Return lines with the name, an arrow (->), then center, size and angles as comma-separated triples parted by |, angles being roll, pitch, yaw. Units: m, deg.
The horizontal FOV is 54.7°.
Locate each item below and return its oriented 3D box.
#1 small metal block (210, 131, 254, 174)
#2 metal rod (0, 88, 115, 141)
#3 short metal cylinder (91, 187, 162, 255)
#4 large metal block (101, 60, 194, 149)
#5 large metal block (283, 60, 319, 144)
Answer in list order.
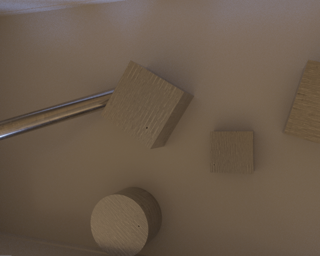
small metal block -> 0.089, 0.029, 0.379 | 0.050, 0.025, 0.050 | -1, 90, 19
metal rod -> -0.199, 0.000, 0.411 | 0.302, 0.025, 0.025 | -18, 84, -8
short metal cylinder -> -0.044, 0.123, 0.412 | 0.080, 0.050, 0.079 | 0, 90, 19
large metal block -> -0.016, -0.029, 0.402 | 0.080, 0.050, 0.080 | 33, 101, 16
large metal block -> 0.186, -0.021, 0.332 | 0.080, 0.050, 0.080 | 18, 96, 18
